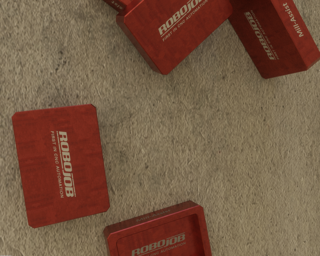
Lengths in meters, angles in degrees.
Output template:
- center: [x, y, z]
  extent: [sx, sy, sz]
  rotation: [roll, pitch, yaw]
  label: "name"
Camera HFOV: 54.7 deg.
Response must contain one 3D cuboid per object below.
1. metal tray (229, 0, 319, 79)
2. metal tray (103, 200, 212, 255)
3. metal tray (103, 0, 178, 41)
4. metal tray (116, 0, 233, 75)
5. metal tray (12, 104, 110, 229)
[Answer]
- center: [0.151, -0.135, 0.429]
  extent: [0.030, 0.090, 0.130]
  rotation: [-38, 102, -16]
  label: "metal tray"
- center: [0.000, 0.158, 0.406]
  extent: [0.131, 0.030, 0.089]
  rotation: [-12, 94, -20]
  label: "metal tray"
- center: [-0.018, -0.183, 0.399]
  extent: [0.130, 0.030, 0.090]
  rotation: [33, 79, -17]
  label: "metal tray"
- center: [0.022, -0.142, 0.388]
  extent: [0.130, 0.030, 0.090]
  rotation: [-44, 124, -6]
  label: "metal tray"
- center: [-0.114, 0.041, 0.364]
  extent: [0.091, 0.030, 0.129]
  rotation: [-9, 93, -20]
  label: "metal tray"
